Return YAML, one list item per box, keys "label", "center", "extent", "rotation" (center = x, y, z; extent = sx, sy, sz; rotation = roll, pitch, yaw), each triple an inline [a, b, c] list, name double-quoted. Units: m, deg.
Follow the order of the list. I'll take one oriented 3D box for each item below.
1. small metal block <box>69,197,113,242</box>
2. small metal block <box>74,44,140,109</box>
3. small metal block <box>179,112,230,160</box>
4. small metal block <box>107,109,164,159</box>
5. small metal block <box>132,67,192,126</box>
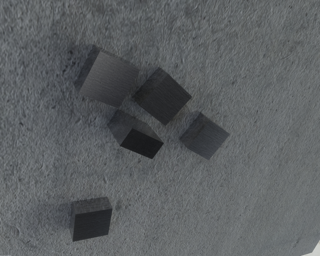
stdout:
- label: "small metal block"
  center: [-0.097, 0.127, 0.432]
  extent: [0.050, 0.025, 0.050]
  rotation: [-2, 120, -28]
- label: "small metal block"
  center: [-0.058, -0.056, 0.340]
  extent: [0.050, 0.025, 0.050]
  rotation: [20, 108, -36]
- label: "small metal block"
  center: [0.065, 0.013, 0.450]
  extent: [0.050, 0.025, 0.050]
  rotation: [31, 101, -38]
- label: "small metal block"
  center: [-0.030, 0.007, 0.378]
  extent: [0.050, 0.050, 0.025]
  rotation: [27, 103, -38]
- label: "small metal block"
  center: [0.003, -0.038, 0.384]
  extent: [0.050, 0.025, 0.050]
  rotation: [-48, 129, 5]
